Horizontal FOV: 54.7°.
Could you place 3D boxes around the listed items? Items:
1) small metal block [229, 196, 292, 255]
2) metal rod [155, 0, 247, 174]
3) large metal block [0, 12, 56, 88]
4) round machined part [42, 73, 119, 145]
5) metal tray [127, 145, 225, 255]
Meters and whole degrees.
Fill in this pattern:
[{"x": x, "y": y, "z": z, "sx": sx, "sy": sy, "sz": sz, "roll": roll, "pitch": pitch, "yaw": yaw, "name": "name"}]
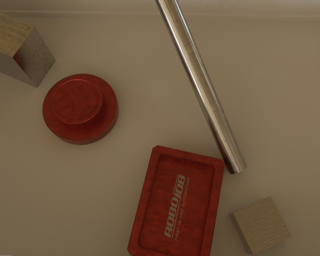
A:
[{"x": 0.118, "y": 0.116, "z": 0.369, "sx": 0.050, "sy": 0.025, "sz": 0.050, "roll": -21, "pitch": 72, "yaw": -8, "name": "small metal block"}, {"x": 0.038, "y": -0.083, "z": 0.377, "sx": 0.025, "sy": 0.025, "sz": 0.299, "roll": -25, "pitch": 96, "yaw": -9, "name": "metal rod"}, {"x": -0.201, "y": -0.107, "z": 0.417, "sx": 0.080, "sy": 0.080, "sz": 0.050, "roll": 23, "pitch": 72, "yaw": 8, "name": "large metal block"}, {"x": -0.107, "y": -0.030, "z": 0.410, "sx": 0.099, "sy": 0.042, "sz": 0.098, "roll": 0, "pitch": 70, "yaw": -1, "name": "round machined part"}, {"x": 0.021, "y": 0.094, "z": 0.372, "sx": 0.090, "sy": 0.030, "sz": 0.130, "roll": 13, "pitch": 70, "yaw": 4, "name": "metal tray"}]
